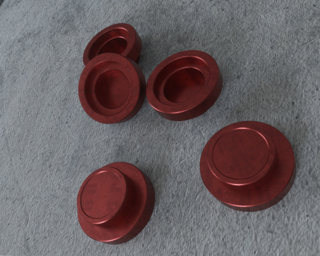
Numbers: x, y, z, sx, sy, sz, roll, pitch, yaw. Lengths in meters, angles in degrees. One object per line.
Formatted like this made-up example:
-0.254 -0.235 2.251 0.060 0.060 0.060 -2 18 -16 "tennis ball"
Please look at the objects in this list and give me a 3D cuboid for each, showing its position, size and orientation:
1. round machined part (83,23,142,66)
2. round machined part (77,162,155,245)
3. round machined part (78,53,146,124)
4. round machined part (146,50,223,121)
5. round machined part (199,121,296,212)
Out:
-0.072 -0.120 0.505 0.098 0.042 0.098 -13 56 21 "round machined part"
-0.059 0.085 0.372 0.098 0.042 0.098 -13 56 21 "round machined part"
-0.064 -0.055 0.443 0.098 0.042 0.097 1 92 22 "round machined part"
0.034 -0.051 0.406 0.098 0.042 0.098 -13 56 21 "round machined part"
0.088 0.034 0.326 0.098 0.042 0.098 -13 56 21 "round machined part"
